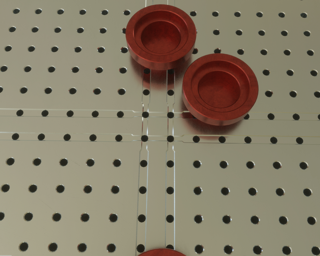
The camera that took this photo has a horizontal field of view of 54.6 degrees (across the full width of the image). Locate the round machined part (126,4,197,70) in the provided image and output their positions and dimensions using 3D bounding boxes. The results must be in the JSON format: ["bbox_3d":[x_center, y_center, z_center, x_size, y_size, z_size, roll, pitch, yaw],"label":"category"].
[{"bbox_3d":[0.002,-0.126,0.449,0.099,0.042,0.098,0,70,0],"label":"round machined part"}]

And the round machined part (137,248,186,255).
[{"bbox_3d":[0.002,0.182,0.336,0.099,0.042,0.098,0,70,0],"label":"round machined part"}]

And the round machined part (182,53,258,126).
[{"bbox_3d":[0.078,-0.048,0.421,0.099,0.042,0.098,0,70,0],"label":"round machined part"}]
